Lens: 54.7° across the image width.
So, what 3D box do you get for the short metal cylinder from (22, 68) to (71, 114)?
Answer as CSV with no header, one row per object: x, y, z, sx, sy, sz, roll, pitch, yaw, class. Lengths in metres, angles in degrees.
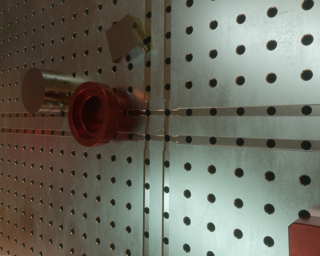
-0.206,-0.065,0.559,0.080,0.050,0.079,0,90,39,short metal cylinder

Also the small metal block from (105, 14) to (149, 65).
-0.048,-0.126,0.447,0.050,0.025,0.050,-23,76,37,small metal block

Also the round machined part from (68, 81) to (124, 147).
-0.094,-0.020,0.473,0.098,0.042,0.097,0,90,39,round machined part

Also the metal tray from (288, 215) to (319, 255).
0.165,0.150,0.270,0.090,0.030,0.129,-2,89,39,metal tray
